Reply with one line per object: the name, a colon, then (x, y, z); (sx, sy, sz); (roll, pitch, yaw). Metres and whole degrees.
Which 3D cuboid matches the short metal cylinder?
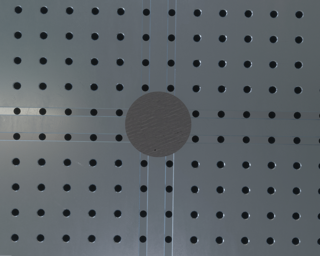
short metal cylinder: (-0.002, -0.005, 0.401); (0.080, 0.050, 0.080); (0, 90, 0)
